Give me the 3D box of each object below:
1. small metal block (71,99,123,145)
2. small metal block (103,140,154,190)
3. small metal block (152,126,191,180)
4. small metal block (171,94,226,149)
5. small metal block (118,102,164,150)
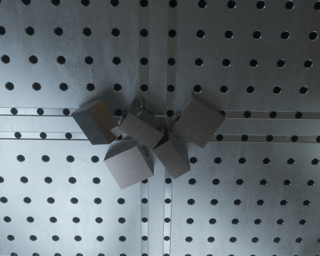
[{"bbox_3d":[-0.080,-0.006,0.395,0.025,0.050,0.050,-42,111,-31],"label":"small metal block"},{"bbox_3d":[-0.042,0.051,0.432,0.050,0.025,0.050,-25,108,9],"label":"small metal block"},{"bbox_3d":[0.015,0.032,0.412,0.025,0.050,0.050,-33,107,11],"label":"small metal block"},{"bbox_3d":[0.049,-0.009,0.410,0.050,0.025,0.050,31,107,-11],"label":"small metal block"},{"bbox_3d":[-0.023,-0.004,0.398,0.050,0.050,0.025,33,107,-11],"label":"small metal block"}]
